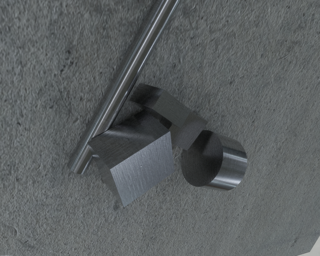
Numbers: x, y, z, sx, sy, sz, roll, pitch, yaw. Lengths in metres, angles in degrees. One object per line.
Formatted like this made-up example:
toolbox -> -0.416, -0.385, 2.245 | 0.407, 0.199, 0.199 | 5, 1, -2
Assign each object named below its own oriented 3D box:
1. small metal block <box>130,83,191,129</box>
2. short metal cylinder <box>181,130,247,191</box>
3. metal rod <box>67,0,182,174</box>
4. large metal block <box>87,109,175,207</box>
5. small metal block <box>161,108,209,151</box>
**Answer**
small metal block -> 0.000, -0.027, 0.372 | 0.050, 0.050, 0.025 | 33, 84, -39
short metal cylinder -> 0.076, 0.048, 0.444 | 0.050, 0.080, 0.080 | 18, 109, -36
metal rod -> -0.028, -0.075, 0.346 | 0.025, 0.025, 0.298 | 20, 107, -36
large metal block -> -0.032, 0.037, 0.379 | 0.080, 0.050, 0.080 | -32, 141, -22
small metal block -> 0.029, -0.003, 0.423 | 0.050, 0.025, 0.050 | 27, 104, -38
